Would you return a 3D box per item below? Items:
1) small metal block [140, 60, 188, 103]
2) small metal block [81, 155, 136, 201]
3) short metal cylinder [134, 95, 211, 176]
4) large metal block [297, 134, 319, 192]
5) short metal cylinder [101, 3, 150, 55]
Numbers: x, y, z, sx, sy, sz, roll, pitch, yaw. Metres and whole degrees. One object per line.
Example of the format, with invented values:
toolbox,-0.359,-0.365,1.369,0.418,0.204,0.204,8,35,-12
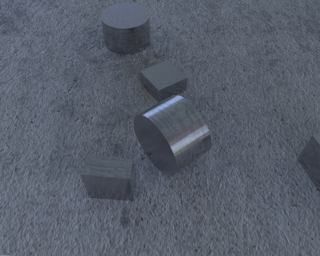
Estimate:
small metal block,0.005,-0.071,0.463,0.050,0.025,0.050,-27,55,-21
small metal block,-0.054,0.056,0.340,0.050,0.050,0.025,4,50,3
short metal cylinder,0.013,0.008,0.361,0.050,0.080,0.080,-31,57,-23
large metal block,0.222,0.045,0.352,0.081,0.050,0.080,-12,51,-10
short metal cylinder,-0.057,-0.171,0.530,0.081,0.050,0.080,0,50,0
